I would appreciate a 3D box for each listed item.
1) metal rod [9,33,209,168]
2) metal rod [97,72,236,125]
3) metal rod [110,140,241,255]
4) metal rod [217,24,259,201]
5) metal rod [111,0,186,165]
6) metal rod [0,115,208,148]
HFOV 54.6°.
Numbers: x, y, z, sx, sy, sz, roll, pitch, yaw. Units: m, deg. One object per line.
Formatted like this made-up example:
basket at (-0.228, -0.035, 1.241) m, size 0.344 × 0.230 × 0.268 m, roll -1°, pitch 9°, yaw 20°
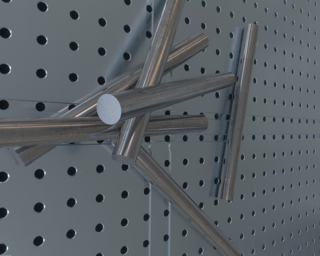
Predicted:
metal rod at (-0.037, -0.051, 0.376) m, size 0.302 × 0.025 × 0.025 m, roll -38°, pitch 114°, yaw -33°
metal rod at (0.034, -0.047, 0.375) m, size 0.302 × 0.025 × 0.025 m, roll -23°, pitch 106°, yaw -57°
metal rod at (0.036, 0.109, 0.438) m, size 0.300 × 0.025 × 0.025 m, roll 49°, pitch 61°, yaw -29°
metal rod at (0.132, -0.031, 0.517) m, size 0.025 × 0.025 × 0.299 m, roll 18°, pitch 78°, yaw -39°
metal rod at (0.001, -0.097, 0.372) m, size 0.025 × 0.025 × 0.300 m, roll 36°, pitch 57°, yaw -34°
metal rod at (-0.050, 0.000, 0.336) m, size 0.302 × 0.025 × 0.025 m, roll -3°, pitch 92°, yaw -44°
